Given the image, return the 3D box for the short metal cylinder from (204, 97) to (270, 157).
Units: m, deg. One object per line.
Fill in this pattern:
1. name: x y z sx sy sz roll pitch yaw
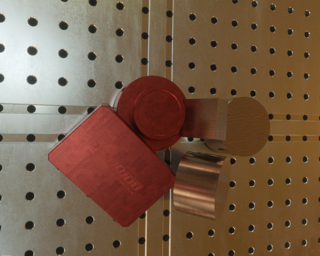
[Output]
1. short metal cylinder: 0.105 -0.002 0.434 0.081 0.050 0.079 0 90 -20

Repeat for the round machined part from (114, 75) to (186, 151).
1. round machined part: -0.007 -0.019 0.397 0.099 0.042 0.097 0 90 -20

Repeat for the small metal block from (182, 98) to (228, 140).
1. small metal block: 0.057 -0.011 0.397 0.025 0.050 0.050 8 86 -48

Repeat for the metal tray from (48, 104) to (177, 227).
1. metal tray: -0.054 0.045 0.374 0.090 0.030 0.130 -43 105 1

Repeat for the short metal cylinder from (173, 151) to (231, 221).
1. short metal cylinder: 0.056 0.072 0.394 0.050 0.080 0.080 8 87 23
